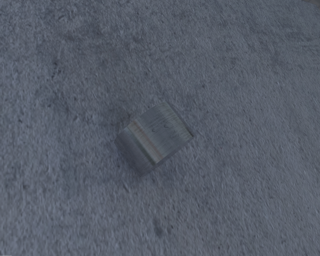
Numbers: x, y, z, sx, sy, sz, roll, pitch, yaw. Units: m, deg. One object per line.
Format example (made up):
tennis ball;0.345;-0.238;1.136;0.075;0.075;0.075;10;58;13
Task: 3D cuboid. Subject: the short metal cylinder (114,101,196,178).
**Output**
short metal cylinder;-0.005;0.014;0.359;0.081;0.080;0.050;-31;80;-38
